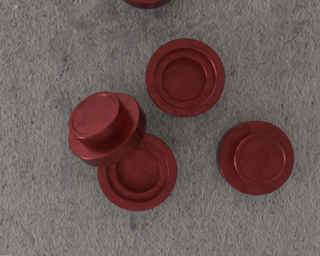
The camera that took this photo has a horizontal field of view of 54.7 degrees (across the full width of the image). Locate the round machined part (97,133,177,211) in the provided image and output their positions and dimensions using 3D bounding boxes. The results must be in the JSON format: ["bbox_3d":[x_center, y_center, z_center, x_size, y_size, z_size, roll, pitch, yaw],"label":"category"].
[{"bbox_3d":[-0.028,0.054,0.401,0.099,0.042,0.097,0,90,0],"label":"round machined part"}]

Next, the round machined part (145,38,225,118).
[{"bbox_3d":[0.031,-0.062,0.401,0.099,0.042,0.097,0,90,0],"label":"round machined part"}]

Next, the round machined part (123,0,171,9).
[{"bbox_3d":[-0.017,-0.202,0.401,0.099,0.042,0.097,0,90,0],"label":"round machined part"}]

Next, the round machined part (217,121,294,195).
[{"bbox_3d":[0.126,0.039,0.402,0.099,0.042,0.097,0,90,0],"label":"round machined part"}]

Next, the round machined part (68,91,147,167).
[{"bbox_3d":[-0.069,-0.006,0.374,0.098,0.042,0.098,-13,51,17],"label":"round machined part"}]
